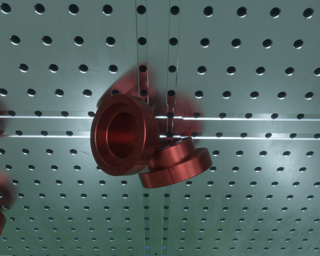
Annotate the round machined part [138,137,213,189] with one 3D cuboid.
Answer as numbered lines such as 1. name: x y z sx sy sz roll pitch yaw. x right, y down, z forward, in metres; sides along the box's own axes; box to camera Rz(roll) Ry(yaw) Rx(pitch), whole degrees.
1. round machined part: 0.016 0.042 0.412 0.098 0.098 0.042 -18 92 15

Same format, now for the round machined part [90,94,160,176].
1. round machined part: -0.039 0.009 0.381 0.042 0.098 0.098 7 139 -49

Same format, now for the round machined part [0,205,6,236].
1. round machined part: -0.311 0.148 0.524 0.099 0.042 0.097 0 130 0
